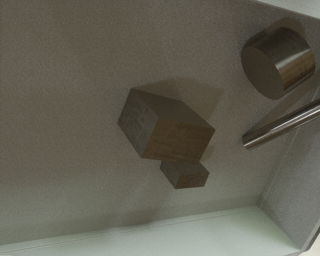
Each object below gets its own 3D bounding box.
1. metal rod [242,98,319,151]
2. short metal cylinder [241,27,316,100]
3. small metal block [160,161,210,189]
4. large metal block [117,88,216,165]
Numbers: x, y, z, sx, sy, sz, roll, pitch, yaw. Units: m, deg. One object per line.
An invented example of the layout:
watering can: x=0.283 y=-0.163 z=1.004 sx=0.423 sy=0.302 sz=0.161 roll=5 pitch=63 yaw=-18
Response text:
metal rod: x=0.253 y=-0.043 z=0.436 sx=0.299 sy=0.025 sz=0.025 roll=-32 pitch=136 yaw=29
short metal cylinder: x=0.153 y=-0.084 z=0.407 sx=0.050 sy=0.080 sz=0.080 roll=-33 pitch=129 yaw=-7
small metal block: x=0.035 y=0.062 z=0.452 sx=0.050 sy=0.050 sz=0.025 roll=2 pitch=118 yaw=-30
large metal block: x=0.005 y=-0.002 z=0.376 sx=0.081 sy=0.080 sz=0.050 roll=11 pitch=113 yaw=-33
